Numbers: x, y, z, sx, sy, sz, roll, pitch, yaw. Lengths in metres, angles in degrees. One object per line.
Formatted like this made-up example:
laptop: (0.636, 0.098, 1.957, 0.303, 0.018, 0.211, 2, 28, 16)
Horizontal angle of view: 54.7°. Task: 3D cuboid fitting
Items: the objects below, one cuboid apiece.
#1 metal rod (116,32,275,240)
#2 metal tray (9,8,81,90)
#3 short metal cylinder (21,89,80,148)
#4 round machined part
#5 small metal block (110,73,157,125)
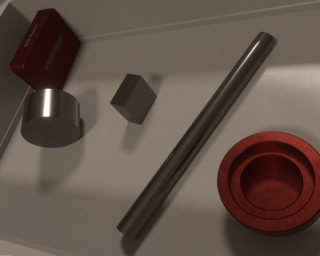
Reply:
metal rod: (0.049, 0.002, 0.377, 0.025, 0.025, 0.300, 29, 77, 37)
metal tray: (-0.195, -0.130, 0.541, 0.030, 0.090, 0.130, 1, 62, 24)
short metal cylinder: (-0.161, -0.013, 0.460, 0.080, 0.080, 0.050, -21, 54, 15)
round machined part: (0.110, 0.056, 0.303, 0.098, 0.042, 0.098, -13, 56, 20)
small metal block: (-0.035, -0.040, 0.431, 0.025, 0.050, 0.050, 16, 70, 34)
